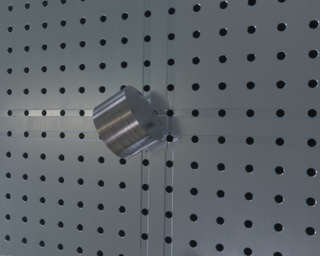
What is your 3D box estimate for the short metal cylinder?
[{"bbox_3d":[-0.040,-0.007,0.397,0.050,0.080,0.080,-31,80,17],"label":"short metal cylinder"}]
